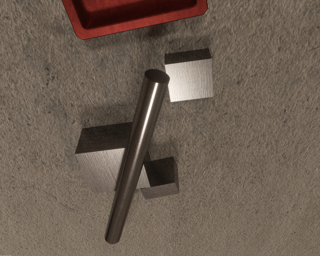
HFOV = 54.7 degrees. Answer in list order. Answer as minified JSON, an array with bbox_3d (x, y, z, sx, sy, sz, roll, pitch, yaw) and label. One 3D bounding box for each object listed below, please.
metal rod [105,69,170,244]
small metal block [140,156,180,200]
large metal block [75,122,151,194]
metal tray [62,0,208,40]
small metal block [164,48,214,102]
[{"bbox_3d":[-0.038,0.060,0.392,0.025,0.025,0.298,10,129,-9],"label":"metal rod"},{"bbox_3d":[0.000,0.073,0.453,0.050,0.050,0.025,-13,129,10],"label":"small metal block"},{"bbox_3d":[-0.060,0.041,0.425,0.080,0.050,0.080,-8,130,6],"label":"large metal block"},{"bbox_3d":[-0.027,-0.140,0.284,0.131,0.030,0.090,-10,130,7],"label":"metal tray"},{"bbox_3d":[0.034,-0.060,0.357,0.050,0.025,0.050,-7,130,5],"label":"small metal block"}]
